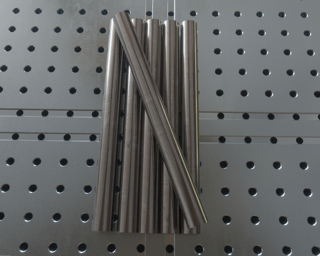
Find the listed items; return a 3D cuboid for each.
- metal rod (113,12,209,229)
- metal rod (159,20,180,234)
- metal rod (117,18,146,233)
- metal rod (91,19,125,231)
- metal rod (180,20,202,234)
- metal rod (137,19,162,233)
[{"bbox_3d":[-0.006,-0.024,0.394,0.025,0.025,0.299,-18,71,-6],"label":"metal rod"},{"bbox_3d":[0.014,-0.016,0.418,0.025,0.025,0.299,1,70,0],"label":"metal rod"},{"bbox_3d":[-0.036,-0.017,0.417,0.025,0.025,0.299,1,70,0],"label":"metal rod"},{"bbox_3d":[-0.066,-0.018,0.417,0.025,0.025,0.299,1,70,0],"label":"metal rod"},{"bbox_3d":[0.040,-0.015,0.418,0.025,0.025,0.299,1,70,0],"label":"metal rod"},{"bbox_3d":[-0.012,-0.016,0.417,0.025,0.025,0.299,1,70,0],"label":"metal rod"}]
